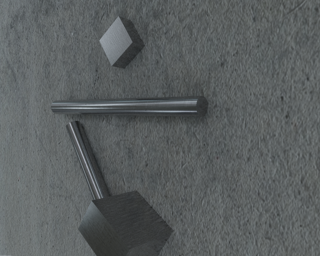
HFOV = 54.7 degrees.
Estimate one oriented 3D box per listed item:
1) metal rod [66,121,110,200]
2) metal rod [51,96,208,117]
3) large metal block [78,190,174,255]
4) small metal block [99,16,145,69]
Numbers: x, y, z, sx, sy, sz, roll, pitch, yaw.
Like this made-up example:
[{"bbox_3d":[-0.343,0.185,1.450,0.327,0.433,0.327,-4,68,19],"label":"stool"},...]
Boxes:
[{"bbox_3d":[-0.083,0.120,0.471,0.025,0.025,0.299,-40,66,32],"label":"metal rod"},{"bbox_3d":[-0.067,-0.031,0.457,0.300,0.025,0.025,3,92,39],"label":"metal rod"},{"bbox_3d":[-0.044,0.133,0.404,0.080,0.081,0.050,41,115,32],"label":"large metal block"},{"bbox_3d":[-0.056,-0.123,0.449,0.050,0.025,0.050,-40,66,32],"label":"small metal block"}]
